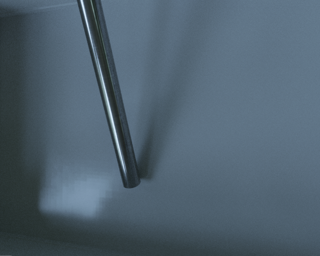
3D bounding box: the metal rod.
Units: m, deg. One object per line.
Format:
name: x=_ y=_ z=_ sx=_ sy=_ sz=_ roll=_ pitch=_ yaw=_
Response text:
metal rod: x=-0.063 y=-0.059 z=0.368 sx=0.025 sy=0.025 sz=0.298 roll=-1 pitch=115 yaw=20
